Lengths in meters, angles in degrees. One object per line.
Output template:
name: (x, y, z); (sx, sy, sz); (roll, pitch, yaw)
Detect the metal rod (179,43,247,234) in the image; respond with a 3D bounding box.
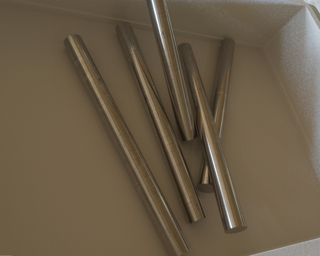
metal rod: (0.061, -0.010, 0.423); (0.025, 0.025, 0.299); (8, 51, -24)

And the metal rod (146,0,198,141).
metal rod: (0.004, -0.128, 0.396); (0.025, 0.025, 0.298); (-22, 103, -36)

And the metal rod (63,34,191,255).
metal rod: (-0.047, 0.010, 0.375); (0.025, 0.025, 0.299); (-18, 71, -35)

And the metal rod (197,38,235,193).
metal rod: (0.092, -0.039, 0.481); (0.025, 0.025, 0.300); (26, 52, -13)

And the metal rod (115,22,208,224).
metal rod: (-0.005, -0.022, 0.417); (0.025, 0.025, 0.299); (-8, 66, -32)
